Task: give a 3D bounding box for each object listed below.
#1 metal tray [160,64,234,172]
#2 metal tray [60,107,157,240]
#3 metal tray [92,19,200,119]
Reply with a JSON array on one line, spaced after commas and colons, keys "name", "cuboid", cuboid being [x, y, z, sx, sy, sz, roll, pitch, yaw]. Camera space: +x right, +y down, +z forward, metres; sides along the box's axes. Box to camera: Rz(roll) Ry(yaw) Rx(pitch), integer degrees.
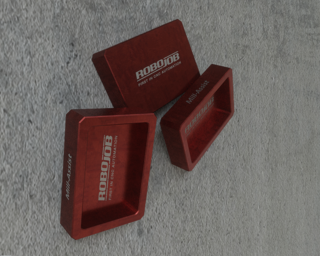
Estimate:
[{"name": "metal tray", "cuboid": [0.057, -0.016, 0.426, 0.131, 0.030, 0.090, -48, 142, -29]}, {"name": "metal tray", "cuboid": [-0.055, 0.045, 0.332, 0.091, 0.030, 0.129, -5, 110, -40]}, {"name": "metal tray", "cuboid": [-0.010, -0.074, 0.392, 0.131, 0.030, 0.090, -35, 112, -34]}]
